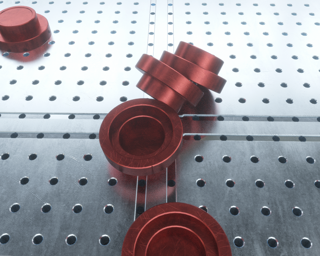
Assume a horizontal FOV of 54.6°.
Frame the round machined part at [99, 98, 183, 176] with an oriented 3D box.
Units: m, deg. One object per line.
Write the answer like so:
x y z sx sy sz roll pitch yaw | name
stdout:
-0.021 0.014 0.379 0.098 0.042 0.098 -1 57 2 | round machined part

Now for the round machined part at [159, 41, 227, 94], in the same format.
0.050 -0.089 0.436 0.098 0.042 0.098 25 12 -5 | round machined part

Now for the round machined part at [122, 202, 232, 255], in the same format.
0.015 0.124 0.293 0.099 0.042 0.098 0 50 0 | round machined part

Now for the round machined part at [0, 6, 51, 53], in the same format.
-0.248 -0.180 0.547 0.099 0.042 0.098 0 50 0 | round machined part

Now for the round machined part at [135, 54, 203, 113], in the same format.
0.007 -0.055 0.419 0.098 0.098 0.042 35 94 26 | round machined part
